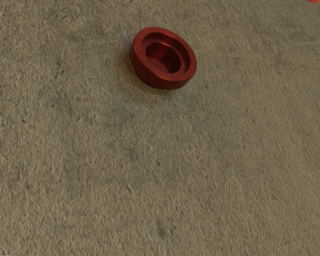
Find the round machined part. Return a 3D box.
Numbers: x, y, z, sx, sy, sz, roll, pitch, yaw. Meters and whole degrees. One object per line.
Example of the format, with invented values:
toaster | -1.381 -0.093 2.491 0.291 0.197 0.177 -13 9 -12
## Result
round machined part | 0.001 -0.096 0.451 0.099 0.042 0.098 13 56 -21
